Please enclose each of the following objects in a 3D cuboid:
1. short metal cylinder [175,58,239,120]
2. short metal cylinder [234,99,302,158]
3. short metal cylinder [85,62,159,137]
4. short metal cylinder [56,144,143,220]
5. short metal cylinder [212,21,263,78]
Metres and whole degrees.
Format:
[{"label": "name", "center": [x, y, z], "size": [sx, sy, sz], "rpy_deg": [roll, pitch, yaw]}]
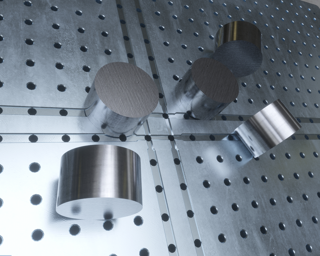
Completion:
[{"label": "short metal cylinder", "center": [0.070, -0.058, 0.465], "size": [0.081, 0.050, 0.080], "rpy_deg": [14, 56, -21]}, {"label": "short metal cylinder", "center": [0.158, 0.001, 0.457], "size": [0.081, 0.080, 0.050], "rpy_deg": [-26, 76, -37]}, {"label": "short metal cylinder", "center": [-0.048, -0.035, 0.387], "size": [0.081, 0.050, 0.080], "rpy_deg": [14, 56, -21]}, {"label": "short metal cylinder", "center": [-0.058, 0.056, 0.307], "size": [0.081, 0.080, 0.050], "rpy_deg": [9, 58, -24]}, {"label": "short metal cylinder", "center": [0.131, -0.132, 0.523], "size": [0.080, 0.080, 0.050], "rpy_deg": [23, 54, -15]}]
